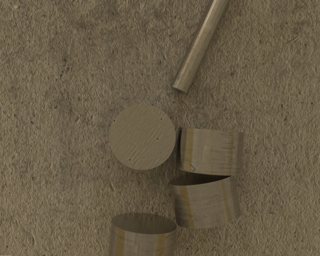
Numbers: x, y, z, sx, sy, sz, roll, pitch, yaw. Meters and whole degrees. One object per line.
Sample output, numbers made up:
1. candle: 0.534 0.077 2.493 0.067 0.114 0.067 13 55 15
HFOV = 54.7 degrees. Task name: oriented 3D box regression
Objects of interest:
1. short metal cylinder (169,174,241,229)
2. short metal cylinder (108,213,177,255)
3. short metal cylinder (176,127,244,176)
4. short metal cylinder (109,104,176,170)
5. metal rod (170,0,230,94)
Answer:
1. short metal cylinder: 0.055 0.085 0.383 0.080 0.080 0.050 -10 90 0
2. short metal cylinder: -0.022 0.141 0.383 0.080 0.080 0.050 6 90 0
3. short metal cylinder: 0.061 0.027 0.383 0.080 0.080 0.050 4 90 0
4. short metal cylinder: -0.021 0.011 0.397 0.081 0.050 0.080 0 90 0
5. metal rod: 0.087 -0.186 0.410 0.025 0.025 0.299 24 90 0
